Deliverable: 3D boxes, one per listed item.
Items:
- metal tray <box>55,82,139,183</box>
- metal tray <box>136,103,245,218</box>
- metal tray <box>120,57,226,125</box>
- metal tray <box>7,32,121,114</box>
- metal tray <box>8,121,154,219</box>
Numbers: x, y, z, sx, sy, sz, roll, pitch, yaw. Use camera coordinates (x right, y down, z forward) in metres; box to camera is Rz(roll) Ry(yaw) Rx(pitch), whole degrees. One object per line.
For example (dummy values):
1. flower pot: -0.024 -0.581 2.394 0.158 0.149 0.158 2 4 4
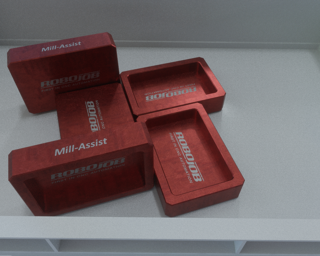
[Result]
1. metal tray: -0.079 0.002 0.396 0.091 0.030 0.130 -13 51 -12
2. metal tray: 0.031 0.032 0.373 0.091 0.030 0.130 -13 51 -12
3. metal tray: 0.016 -0.053 0.445 0.131 0.030 0.090 -13 51 -12
4. metal tray: -0.122 -0.073 0.418 0.131 0.089 0.030 -14 52 -12
5. metal tray: -0.073 0.046 0.320 0.131 0.089 0.030 -13 52 -12
